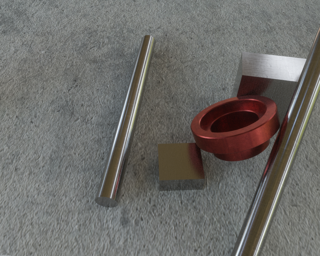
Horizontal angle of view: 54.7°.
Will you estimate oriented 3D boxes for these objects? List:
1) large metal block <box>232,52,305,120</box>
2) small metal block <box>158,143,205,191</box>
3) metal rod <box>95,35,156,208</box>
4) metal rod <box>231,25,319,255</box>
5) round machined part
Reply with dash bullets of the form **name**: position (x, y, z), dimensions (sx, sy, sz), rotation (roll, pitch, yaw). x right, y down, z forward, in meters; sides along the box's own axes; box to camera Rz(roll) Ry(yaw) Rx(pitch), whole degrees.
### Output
- **large metal block**: position (0.141, -0.048, 0.409), dimensions (0.080, 0.080, 0.050), rotation (8, 48, 6)
- **small metal block**: position (0.023, 0.045, 0.365), dimensions (0.050, 0.025, 0.050), rotation (-2, 50, -2)
- **metal rod**: position (-0.039, -0.033, 0.430), dimensions (0.025, 0.025, 0.300), rotation (6, 50, 4)
- **metal rod**: position (0.142, 0.002, 0.331), dimensions (0.025, 0.025, 0.300), rotation (22, 76, 17)
- **round machined part**: position (0.089, 0.003, 0.361), dimensions (0.098, 0.042, 0.098), rotation (-18, 24, 8)
